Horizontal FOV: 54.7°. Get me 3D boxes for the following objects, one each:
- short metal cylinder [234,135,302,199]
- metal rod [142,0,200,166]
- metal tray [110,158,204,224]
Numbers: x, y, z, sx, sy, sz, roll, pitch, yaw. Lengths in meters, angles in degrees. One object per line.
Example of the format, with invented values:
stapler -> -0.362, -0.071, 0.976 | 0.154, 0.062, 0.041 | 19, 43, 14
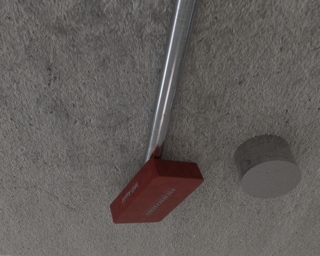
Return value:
short metal cylinder -> 0.151, 0.056, 0.440 | 0.081, 0.050, 0.079 | 0, 130, 0
metal rod -> 0.011, -0.056, 0.359 | 0.025, 0.025, 0.298 | 7, 130, -6
metal tray -> -0.007, 0.100, 0.469 | 0.091, 0.030, 0.129 | 11, 133, -36
